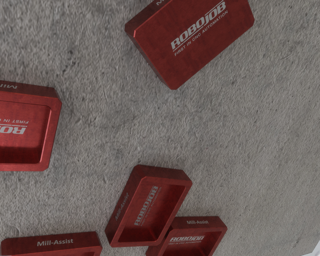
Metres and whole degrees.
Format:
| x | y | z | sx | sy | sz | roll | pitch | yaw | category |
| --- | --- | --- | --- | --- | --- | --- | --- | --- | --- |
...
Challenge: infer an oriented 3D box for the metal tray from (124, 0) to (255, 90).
| x | y | z | sx | sy | sz | roll | pitch | yaw | category |
| --- | --- | --- | --- | --- | --- | --- | --- | --- | --- |
| 0.037 | -0.117 | 0.351 | 0.130 | 0.030 | 0.090 | -40 | 130 | -1 | metal tray |

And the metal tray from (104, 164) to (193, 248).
| x | y | z | sx | sy | sz | roll | pitch | yaw | category |
| --- | --- | --- | --- | --- | --- | --- | --- | --- | --- |
| -0.018 | 0.120 | 0.468 | 0.091 | 0.030 | 0.129 | 12 | 112 | -34 | metal tray |

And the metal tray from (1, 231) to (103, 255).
| x | y | z | sx | sy | sz | roll | pitch | yaw | category |
| --- | --- | --- | --- | --- | --- | --- | --- | --- | --- |
| -0.157 | 0.195 | 0.437 | 0.131 | 0.030 | 0.089 | 7 | 115 | -32 | metal tray |

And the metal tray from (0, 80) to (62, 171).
| x | y | z | sx | sy | sz | roll | pitch | yaw | category |
| --- | --- | --- | --- | --- | --- | --- | --- | --- | --- |
| -0.174 | -0.002 | 0.306 | 0.131 | 0.030 | 0.089 | 5 | 116 | -31 | metal tray |

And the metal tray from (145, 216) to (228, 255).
| x | y | z | sx | sy | sz | roll | pitch | yaw | category |
| --- | --- | --- | --- | --- | --- | --- | --- | --- | --- |
| 0.049 | 0.203 | 0.555 | 0.131 | 0.030 | 0.089 | 10 | 113 | -33 | metal tray |
